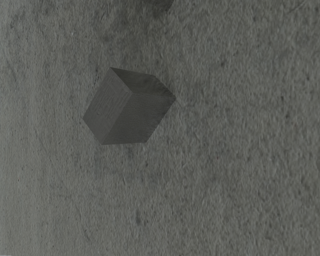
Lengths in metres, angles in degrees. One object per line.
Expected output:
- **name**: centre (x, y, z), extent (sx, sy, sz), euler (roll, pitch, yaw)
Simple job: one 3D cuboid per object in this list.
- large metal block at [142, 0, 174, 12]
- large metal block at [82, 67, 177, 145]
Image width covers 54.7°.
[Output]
- **large metal block**: centre (-0.010, -0.210, 0.395), extent (0.080, 0.050, 0.080), euler (47, 118, 29)
- **large metal block**: centre (-0.039, -0.026, 0.399), extent (0.050, 0.081, 0.080), euler (49, 119, 28)
